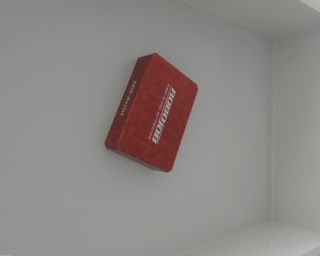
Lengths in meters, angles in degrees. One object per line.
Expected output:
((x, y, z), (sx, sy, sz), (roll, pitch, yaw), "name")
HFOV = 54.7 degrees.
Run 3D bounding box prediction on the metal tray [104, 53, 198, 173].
((-0.006, -0.018, 0.400), (0.090, 0.030, 0.130), (31, 71, -36), "metal tray")
